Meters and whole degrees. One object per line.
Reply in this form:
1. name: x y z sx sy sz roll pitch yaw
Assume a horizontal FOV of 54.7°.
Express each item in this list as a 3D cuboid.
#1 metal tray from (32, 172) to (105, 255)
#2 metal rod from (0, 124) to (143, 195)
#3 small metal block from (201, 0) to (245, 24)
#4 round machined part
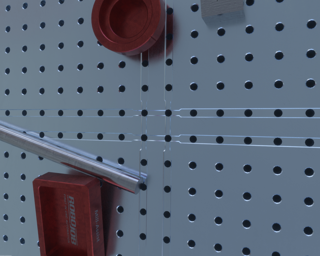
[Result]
1. metal tray: -0.129 0.132 0.440 0.090 0.030 0.129 3 102 19
2. metal rod: -0.165 0.036 0.468 0.301 0.025 0.025 17 96 18
3. small metal block: 0.078 -0.162 0.385 0.050 0.025 0.050 -4 89 19
4. round machined part: -0.038 -0.146 0.416 0.098 0.042 0.097 0 90 19
